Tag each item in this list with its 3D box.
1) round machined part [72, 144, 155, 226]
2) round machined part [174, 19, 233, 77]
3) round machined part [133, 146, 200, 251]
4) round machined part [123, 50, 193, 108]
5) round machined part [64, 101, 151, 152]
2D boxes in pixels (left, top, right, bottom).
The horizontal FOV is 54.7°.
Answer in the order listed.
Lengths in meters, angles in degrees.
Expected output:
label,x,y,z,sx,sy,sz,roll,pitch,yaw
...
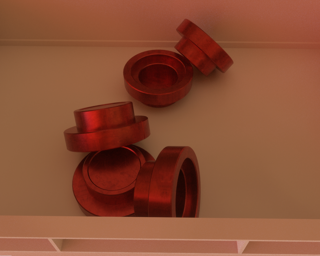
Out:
label,x,y,z,sx,sy,sz,roll,pitch,yaw
round machined part,-0.049,0.055,0.347,0.099,0.042,0.098,0,50,0
round machined part,0.060,-0.115,0.467,0.042,0.098,0.098,-48,57,12
round machined part,0.007,0.067,0.305,0.042,0.098,0.098,-1,48,21
round machined part,-0.002,-0.068,0.451,0.099,0.042,0.098,0,50,0
round machined part,-0.063,-0.005,0.364,0.099,0.042,0.098,-8,10,2
